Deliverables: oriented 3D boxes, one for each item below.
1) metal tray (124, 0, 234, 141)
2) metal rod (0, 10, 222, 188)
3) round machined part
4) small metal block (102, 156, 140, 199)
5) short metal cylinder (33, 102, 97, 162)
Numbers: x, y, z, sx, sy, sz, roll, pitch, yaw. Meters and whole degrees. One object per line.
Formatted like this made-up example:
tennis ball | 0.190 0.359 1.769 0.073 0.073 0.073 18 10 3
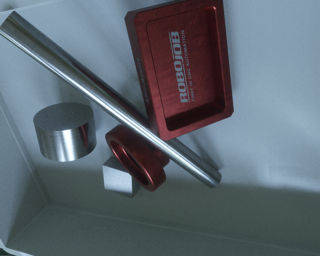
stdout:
metal tray | 0.024 -0.061 0.317 0.030 0.091 0.129 -138 32 -59
metal rod | -0.033 -0.013 0.346 0.301 0.025 0.025 38 133 -27
round machined part | -0.025 0.034 0.412 0.098 0.042 0.098 42 158 22
small metal block | -0.060 0.077 0.486 0.050 0.025 0.050 14 124 19
short metal cylinder | -0.134 0.004 0.444 0.080 0.080 0.050 14 124 20
